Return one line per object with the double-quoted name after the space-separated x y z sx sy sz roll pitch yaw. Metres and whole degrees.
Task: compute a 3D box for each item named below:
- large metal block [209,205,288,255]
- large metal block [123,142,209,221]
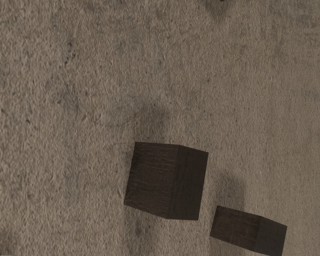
0.140 0.163 0.490 0.080 0.080 0.050 28 73 -37 "large metal block"
0.006 0.062 0.376 0.050 0.080 0.080 17 79 -39 "large metal block"
